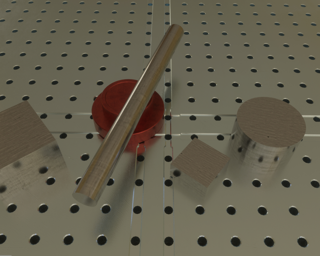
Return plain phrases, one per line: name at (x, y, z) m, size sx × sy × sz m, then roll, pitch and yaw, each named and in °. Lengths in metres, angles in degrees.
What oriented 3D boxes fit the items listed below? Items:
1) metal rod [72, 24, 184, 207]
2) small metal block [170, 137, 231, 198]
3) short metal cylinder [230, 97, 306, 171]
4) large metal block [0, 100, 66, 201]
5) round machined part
metal rod at (-0.024, -0.040, 0.386) m, size 0.025 × 0.025 × 0.300 m, roll 15°, pitch 52°, yaw 12°
small metal block at (0.047, 0.046, 0.369) m, size 0.050 × 0.025 × 0.050 m, roll 31°, pitch 56°, yaw 23°
short metal cylinder at (0.132, 0.007, 0.387) m, size 0.081 × 0.050 × 0.080 m, roll 0°, pitch 50°, yaw 0°
large metal block at (-0.173, 0.024, 0.369) m, size 0.081 × 0.050 × 0.080 m, roll -31°, pitch 57°, yaw -24°
round machined part at (-0.043, -0.029, 0.420) m, size 0.099 × 0.042 × 0.098 m, roll 0°, pitch 50°, yaw 0°
